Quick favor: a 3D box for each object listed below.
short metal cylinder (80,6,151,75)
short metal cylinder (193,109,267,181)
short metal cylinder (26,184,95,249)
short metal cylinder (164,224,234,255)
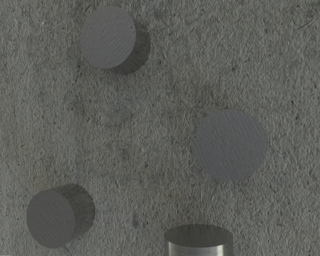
[{"bbox_3d":[-0.059,-0.115,0.416,0.080,0.050,0.080,0,90,20],"label":"short metal cylinder"},{"bbox_3d":[0.084,0.019,0.366,0.080,0.050,0.080,0,90,20],"label":"short metal cylinder"},{"bbox_3d":[-0.142,0.124,0.446,0.080,0.050,0.080,0,90,20],"label":"short metal cylinder"},{"bbox_3d":[0.046,0.150,0.364,0.080,0.080,0.050,-2,90,20],"label":"short metal cylinder"}]
